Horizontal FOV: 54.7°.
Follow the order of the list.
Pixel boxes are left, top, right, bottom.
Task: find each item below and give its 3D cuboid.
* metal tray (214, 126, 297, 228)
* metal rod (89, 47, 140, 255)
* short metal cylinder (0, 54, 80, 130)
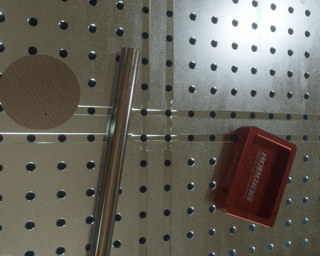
[{"bbox_3d":[0.144,0.072,0.463,0.091,0.030,0.130,22,83,-19],"label":"metal tray"},{"bbox_3d":[-0.059,0.048,0.390,0.025,0.025,0.298,9,87,-20],"label":"metal rod"},{"bbox_3d":[-0.134,-0.038,0.350,0.081,0.050,0.079,0,90,-20],"label":"short metal cylinder"}]
